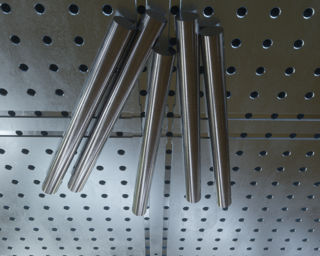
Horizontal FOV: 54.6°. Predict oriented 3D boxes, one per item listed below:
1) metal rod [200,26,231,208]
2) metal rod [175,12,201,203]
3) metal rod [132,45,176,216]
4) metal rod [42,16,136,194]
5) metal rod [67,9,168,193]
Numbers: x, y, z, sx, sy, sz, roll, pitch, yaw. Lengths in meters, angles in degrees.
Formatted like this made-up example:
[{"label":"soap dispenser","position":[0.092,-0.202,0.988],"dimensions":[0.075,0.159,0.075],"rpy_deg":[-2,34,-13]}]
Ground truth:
[{"label":"metal rod","position":[0.080,0.010,0.420],"dimensions":[0.025,0.025,0.299],"rpy_deg":[-8,130,6]},{"label":"metal rod","position":[0.041,0.000,0.412],"dimensions":[0.025,0.025,0.298],"rpy_deg":[-4,130,3]},{"label":"metal rod","position":[-0.015,0.028,0.435],"dimensions":[0.025,0.025,0.298],"rpy_deg":[6,130,-5]},{"label":"metal rod","position":[-0.105,-0.007,0.404],"dimensions":[0.025,0.025,0.298],"rpy_deg":[22,127,-17]},{"label":"metal rod","position":[-0.068,-0.011,0.402],"dimensions":[0.025,0.025,0.298],"rpy_deg":[20,127,-16]}]
